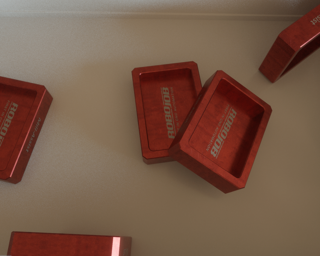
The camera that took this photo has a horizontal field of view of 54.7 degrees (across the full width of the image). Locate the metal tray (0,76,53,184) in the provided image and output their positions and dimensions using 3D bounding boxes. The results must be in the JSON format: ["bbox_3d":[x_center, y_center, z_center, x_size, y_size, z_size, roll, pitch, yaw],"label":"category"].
[{"bbox_3d":[-0.208,-0.001,0.404,0.090,0.030,0.130,13,70,4],"label":"metal tray"}]

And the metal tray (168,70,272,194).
[{"bbox_3d":[0.078,0.002,0.378,0.090,0.030,0.130,35,59,-7],"label":"metal tray"}]

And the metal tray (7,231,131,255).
[{"bbox_3d":[-0.079,0.122,0.308,0.091,0.130,0.030,2,70,0],"label":"metal tray"}]

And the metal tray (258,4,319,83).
[{"bbox_3d":[0.203,-0.126,0.423,0.131,0.090,0.030,-36,74,-12],"label":"metal tray"}]

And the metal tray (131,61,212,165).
[{"bbox_3d":[0.015,-0.022,0.415,0.091,0.030,0.129,-7,70,-3],"label":"metal tray"}]
